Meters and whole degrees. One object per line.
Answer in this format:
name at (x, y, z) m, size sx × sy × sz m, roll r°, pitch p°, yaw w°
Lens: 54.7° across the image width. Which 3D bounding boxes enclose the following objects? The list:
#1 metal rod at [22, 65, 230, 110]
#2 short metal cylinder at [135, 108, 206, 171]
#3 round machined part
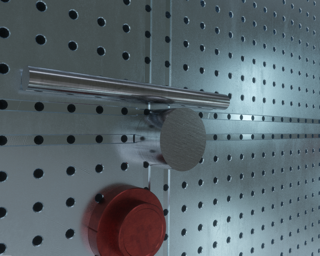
metal rod at (-0.014, -0.045, 0.396) m, size 0.302 × 0.025 × 0.025 m, roll 2°, pitch 89°, yaw -40°
short metal cylinder at (0.015, 0.014, 0.405) m, size 0.081 × 0.050 × 0.079 m, roll 0°, pitch 90°, yaw -40°
round machined part at (-0.032, 0.121, 0.372) m, size 0.099 × 0.042 × 0.097 m, roll 0°, pitch 90°, yaw -40°
